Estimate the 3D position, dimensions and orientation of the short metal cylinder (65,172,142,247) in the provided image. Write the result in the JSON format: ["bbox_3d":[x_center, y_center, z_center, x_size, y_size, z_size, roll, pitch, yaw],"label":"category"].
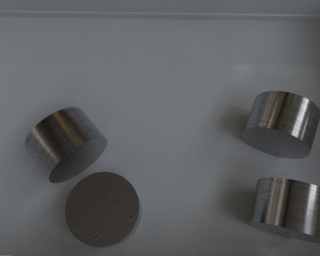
[{"bbox_3d":[-0.063,0.096,0.361,0.081,0.050,0.080,0,70,0],"label":"short metal cylinder"}]

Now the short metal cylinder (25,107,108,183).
[{"bbox_3d":[-0.111,0.021,0.372,0.080,0.080,0.050,-39,75,-13],"label":"short metal cylinder"}]

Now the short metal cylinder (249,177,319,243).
[{"bbox_3d":[0.146,0.093,0.347,0.080,0.080,0.050,15,71,5],"label":"short metal cylinder"}]

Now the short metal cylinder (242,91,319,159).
[{"bbox_3d":[0.149,-0.002,0.382,0.080,0.080,0.050,22,72,8],"label":"short metal cylinder"}]
